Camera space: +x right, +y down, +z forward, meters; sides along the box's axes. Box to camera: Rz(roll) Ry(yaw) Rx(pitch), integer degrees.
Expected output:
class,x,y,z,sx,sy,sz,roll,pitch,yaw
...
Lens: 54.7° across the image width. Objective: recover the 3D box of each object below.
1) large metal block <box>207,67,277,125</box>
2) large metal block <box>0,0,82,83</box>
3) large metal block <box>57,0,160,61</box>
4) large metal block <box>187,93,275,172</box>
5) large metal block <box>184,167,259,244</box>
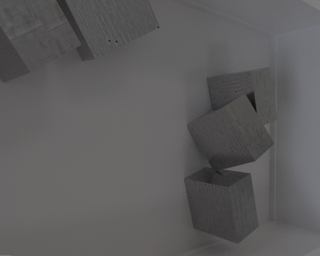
class,x,y,z,sx,sy,sz,roll,pitch,yaw
large metal block,0.125,-0.045,0.475,0.050,0.080,0.079,-18,102,-39
large metal block,-0.126,-0.090,0.265,0.050,0.080,0.080,-42,116,-32
large metal block,-0.060,-0.126,0.328,0.080,0.050,0.080,-33,111,-20
large metal block,0.098,0.008,0.439,0.050,0.080,0.080,-31,91,-36
large metal block,0.087,0.106,0.444,0.050,0.080,0.079,-19,103,-38
